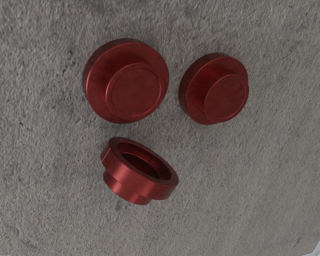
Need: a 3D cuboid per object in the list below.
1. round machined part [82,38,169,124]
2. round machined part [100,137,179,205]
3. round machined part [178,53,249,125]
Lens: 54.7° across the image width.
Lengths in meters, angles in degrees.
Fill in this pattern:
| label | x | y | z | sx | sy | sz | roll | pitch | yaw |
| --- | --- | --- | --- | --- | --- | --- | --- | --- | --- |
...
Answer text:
| label | x | y | z | sx | sy | sz | roll | pitch | yaw |
| --- | --- | --- | --- | --- | --- | --- | --- | --- | --- |
| round machined part | -0.033 | -0.047 | 0.348 | 0.099 | 0.042 | 0.097 | -14 | 124 | -21 |
| round machined part | -0.029 | 0.056 | 0.378 | 0.099 | 0.098 | 0.042 | 23 | 106 | -37 |
| round machined part | 0.077 | -0.046 | 0.409 | 0.099 | 0.042 | 0.097 | -14 | 124 | -21 |
